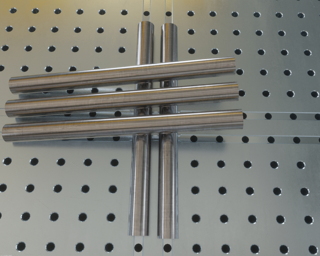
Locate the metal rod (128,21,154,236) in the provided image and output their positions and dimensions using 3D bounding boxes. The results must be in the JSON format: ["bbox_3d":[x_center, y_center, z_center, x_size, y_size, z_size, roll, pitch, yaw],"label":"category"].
[{"bbox_3d":[-0.023,-0.013,0.416,0.025,0.025,0.299,1,70,0],"label":"metal rod"}]

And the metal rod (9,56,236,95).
[{"bbox_3d":[-0.054,-0.070,0.415,0.302,0.025,0.025,-4,70,6],"label":"metal rod"}]

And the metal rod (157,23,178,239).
[{"bbox_3d":[0.011,-0.010,0.416,0.025,0.025,0.299,1,70,0],"label":"metal rod"}]

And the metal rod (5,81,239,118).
[{"bbox_3d":[-0.053,-0.036,0.402,0.302,0.025,0.025,-4,70,7],"label":"metal rod"}]

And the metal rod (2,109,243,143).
[{"bbox_3d":[-0.051,-0.002,0.389,0.302,0.025,0.025,-3,70,7],"label":"metal rod"}]
